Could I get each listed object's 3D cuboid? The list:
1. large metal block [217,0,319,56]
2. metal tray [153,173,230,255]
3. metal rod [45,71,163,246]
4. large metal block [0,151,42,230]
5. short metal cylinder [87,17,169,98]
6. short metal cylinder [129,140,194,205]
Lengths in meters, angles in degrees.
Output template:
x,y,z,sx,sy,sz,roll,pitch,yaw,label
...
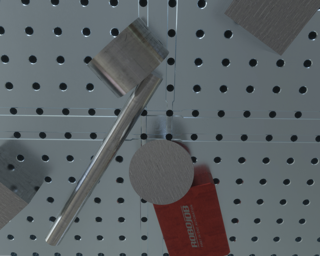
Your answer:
x,y,z,sx,sy,sz,roll,pitch,yaw,label
0.124,-0.141,0.349,0.080,0.050,0.080,32,107,-11,large metal block
0.047,0.138,0.462,0.090,0.030,0.129,-14,110,5,metal tray
-0.085,0.051,0.431,0.025,0.025,0.299,30,107,-11,metal rod
-0.231,0.090,0.431,0.080,0.050,0.080,-41,105,13,large metal block
-0.036,-0.080,0.354,0.080,0.080,0.050,-39,106,13,short metal cylinder
0.004,0.056,0.405,0.080,0.050,0.080,0,86,6,short metal cylinder
